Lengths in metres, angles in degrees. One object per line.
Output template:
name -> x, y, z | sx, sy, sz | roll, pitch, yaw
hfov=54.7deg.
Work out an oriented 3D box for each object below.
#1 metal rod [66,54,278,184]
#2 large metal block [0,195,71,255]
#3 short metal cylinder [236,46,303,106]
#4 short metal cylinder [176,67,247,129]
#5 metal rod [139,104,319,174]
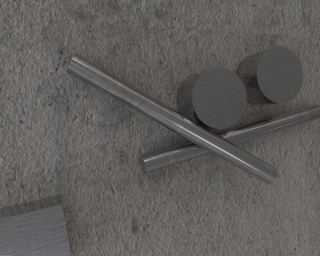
metal rod -> 0.024, -0.006, 0.397 | 0.301, 0.025, 0.025 | 29, 80, -10
large metal block -> -0.144, 0.127, 0.343 | 0.081, 0.050, 0.080 | -10, 94, -20
short metal cylinder -> 0.160, -0.074, 0.454 | 0.081, 0.050, 0.079 | 0, 90, -20
short metal cylinder -> 0.069, -0.038, 0.421 | 0.081, 0.050, 0.079 | 0, 90, -20
metal rod -> 0.115, 0.010, 0.451 | 0.302, 0.025, 0.025 | -15, 95, -20
